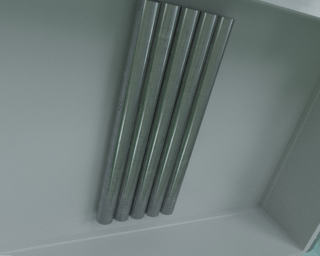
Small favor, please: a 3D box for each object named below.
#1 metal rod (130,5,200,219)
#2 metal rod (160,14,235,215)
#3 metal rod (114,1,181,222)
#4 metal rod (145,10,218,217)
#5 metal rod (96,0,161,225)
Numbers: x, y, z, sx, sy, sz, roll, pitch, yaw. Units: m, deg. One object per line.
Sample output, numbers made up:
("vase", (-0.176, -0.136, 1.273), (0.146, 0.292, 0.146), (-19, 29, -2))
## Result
("metal rod", (-0.002, -0.002, 0.405), (0.025, 0.025, 0.298), (0, 118, -29))
("metal rod", (0.043, -0.001, 0.430), (0.025, 0.025, 0.298), (0, 118, -29))
("metal rod", (-0.024, -0.002, 0.392), (0.025, 0.025, 0.298), (0, 118, -29))
("metal rod", (0.021, -0.001, 0.417), (0.025, 0.025, 0.298), (0, 118, -29))
("metal rod", (-0.045, -0.001, 0.381), (0.025, 0.025, 0.298), (0, 118, -29))
